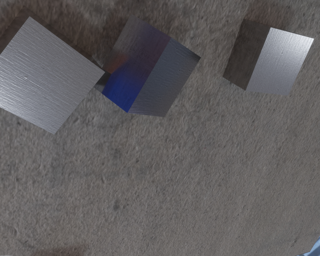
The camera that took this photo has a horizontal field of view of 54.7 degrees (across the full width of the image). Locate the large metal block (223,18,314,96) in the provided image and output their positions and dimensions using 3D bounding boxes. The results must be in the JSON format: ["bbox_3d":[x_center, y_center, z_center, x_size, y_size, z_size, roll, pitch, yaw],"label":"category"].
[{"bbox_3d":[0.143,-0.093,0.413,0.081,0.050,0.079,2,118,-30],"label":"large metal block"}]

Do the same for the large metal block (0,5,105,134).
[{"bbox_3d":[-0.115,-0.053,0.296,0.080,0.050,0.080,-50,129,7],"label":"large metal block"}]

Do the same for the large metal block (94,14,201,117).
[{"bbox_3d":[-0.011,-0.060,0.327,0.080,0.050,0.080,-58,157,13],"label":"large metal block"}]
